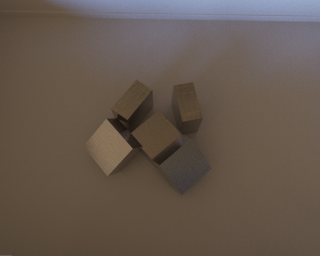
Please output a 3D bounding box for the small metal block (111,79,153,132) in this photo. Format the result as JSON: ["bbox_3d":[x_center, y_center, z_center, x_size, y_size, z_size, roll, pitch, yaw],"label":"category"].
[{"bbox_3d":[-0.034,-0.027,0.403,0.025,0.050,0.050,35,74,12],"label":"small metal block"}]

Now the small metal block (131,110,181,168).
[{"bbox_3d":[-0.004,0.014,0.402,0.050,0.025,0.050,-40,75,-14],"label":"small metal block"}]

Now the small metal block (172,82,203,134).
[{"bbox_3d":[0.034,-0.024,0.403,0.025,0.050,0.050,-10,70,-5],"label":"small metal block"}]

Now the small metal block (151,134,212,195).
[{"bbox_3d":[0.027,0.044,0.378,0.050,0.025,0.050,-39,112,-14],"label":"small metal block"}]

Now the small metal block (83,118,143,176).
[{"bbox_3d":[-0.059,0.023,0.386,0.050,0.025,0.050,47,109,14],"label":"small metal block"}]
